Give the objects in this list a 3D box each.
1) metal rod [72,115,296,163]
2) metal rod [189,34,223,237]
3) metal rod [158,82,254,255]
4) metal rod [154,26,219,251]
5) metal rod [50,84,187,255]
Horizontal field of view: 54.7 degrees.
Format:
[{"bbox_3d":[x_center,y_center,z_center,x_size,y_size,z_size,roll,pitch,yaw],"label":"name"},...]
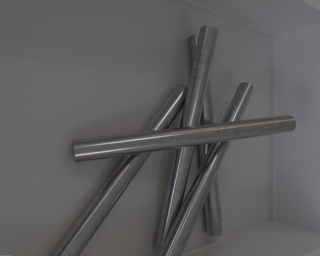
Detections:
[{"bbox_3d":[0.047,0.009,0.388,0.303,0.025,0.025,-7,95,-22],"label":"metal rod"},{"bbox_3d":[0.069,0.014,0.464,0.025,0.025,0.298,-10,96,-40],"label":"metal rod"},{"bbox_3d":[0.070,0.053,0.428,0.025,0.025,0.300,46,60,-30],"label":"metal rod"},{"bbox_3d":[0.035,0.014,0.412,0.025,0.025,0.298,12,90,-40],"label":"metal rod"},{"bbox_3d":[-0.045,0.058,0.368,0.025,0.025,0.301,51,60,-28],"label":"metal rod"}]
